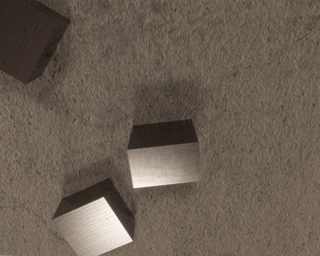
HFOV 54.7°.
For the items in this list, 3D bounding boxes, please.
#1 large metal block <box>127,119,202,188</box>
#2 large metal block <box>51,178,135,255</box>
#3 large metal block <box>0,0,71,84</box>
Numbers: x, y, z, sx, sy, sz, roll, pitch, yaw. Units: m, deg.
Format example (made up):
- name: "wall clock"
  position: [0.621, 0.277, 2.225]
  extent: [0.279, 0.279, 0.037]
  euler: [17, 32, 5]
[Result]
- name: "large metal block"
  position: [0.006, 0.029, 0.391]
  extent: [0.080, 0.080, 0.050]
  euler: [-6, 110, 2]
- name: "large metal block"
  position: [-0.091, 0.131, 0.443]
  extent: [0.080, 0.050, 0.080]
  euler: [-25, 109, 8]
- name: "large metal block"
  position: [-0.164, -0.109, 0.354]
  extent: [0.080, 0.050, 0.080]
  euler: [31, 107, -11]
